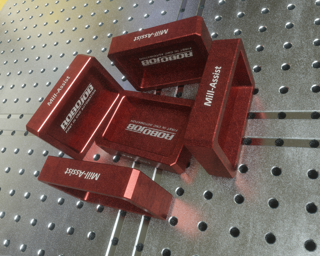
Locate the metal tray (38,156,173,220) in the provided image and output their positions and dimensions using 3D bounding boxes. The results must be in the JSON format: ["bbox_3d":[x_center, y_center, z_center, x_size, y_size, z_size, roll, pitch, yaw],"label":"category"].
[{"bbox_3d":[-0.062,0.069,0.358,0.130,0.090,0.030,4,64,30],"label":"metal tray"}]

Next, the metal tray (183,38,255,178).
[{"bbox_3d":[0.071,-0.021,0.342,0.030,0.090,0.130,5,64,30],"label":"metal tray"}]

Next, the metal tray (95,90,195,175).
[{"bbox_3d":[-0.014,0.001,0.412,0.130,0.030,0.090,12,68,33],"label":"metal tray"}]

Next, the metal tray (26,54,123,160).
[{"bbox_3d":[-0.115,-0.028,0.446,0.030,0.090,0.130,20,72,36],"label":"metal tray"}]

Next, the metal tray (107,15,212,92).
[{"bbox_3d":[0.007,-0.094,0.421,0.130,0.090,0.030,-6,59,25],"label":"metal tray"}]
